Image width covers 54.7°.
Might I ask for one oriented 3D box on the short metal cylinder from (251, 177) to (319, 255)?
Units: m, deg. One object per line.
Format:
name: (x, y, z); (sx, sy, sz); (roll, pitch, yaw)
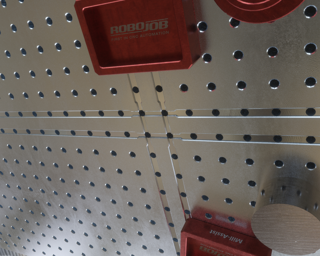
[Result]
short metal cylinder: (0.157, 0.107, 0.378); (0.080, 0.050, 0.079); (13, 124, 20)

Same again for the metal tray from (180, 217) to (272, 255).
metal tray: (0.097, 0.197, 0.477); (0.130, 0.030, 0.089); (12, 124, 21)

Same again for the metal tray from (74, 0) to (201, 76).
metal tray: (-0.026, -0.110, 0.351); (0.130, 0.030, 0.089); (1, 119, 27)

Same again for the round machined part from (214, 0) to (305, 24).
round machined part: (0.086, -0.140, 0.268); (0.098, 0.042, 0.097); (13, 124, 20)
